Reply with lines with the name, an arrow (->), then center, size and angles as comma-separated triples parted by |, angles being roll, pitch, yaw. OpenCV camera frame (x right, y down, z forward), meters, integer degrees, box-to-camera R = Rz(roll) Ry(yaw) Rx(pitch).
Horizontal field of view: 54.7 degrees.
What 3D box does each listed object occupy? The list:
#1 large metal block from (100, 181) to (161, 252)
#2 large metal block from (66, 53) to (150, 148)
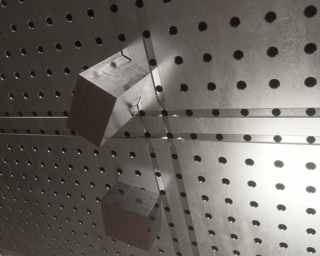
large metal block -> -0.045, 0.143, 0.505 | 0.080, 0.050, 0.079 | 13, 124, 20
large metal block -> -0.064, -0.036, 0.386 | 0.050, 0.080, 0.079 | 32, 128, 7
